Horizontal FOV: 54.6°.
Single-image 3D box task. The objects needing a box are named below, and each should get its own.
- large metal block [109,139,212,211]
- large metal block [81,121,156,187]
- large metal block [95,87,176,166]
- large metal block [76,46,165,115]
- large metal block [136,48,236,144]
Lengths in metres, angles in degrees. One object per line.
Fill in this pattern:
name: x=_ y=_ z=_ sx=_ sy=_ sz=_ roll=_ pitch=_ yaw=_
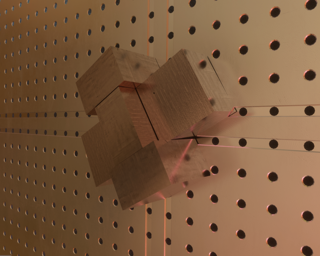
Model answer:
large metal block: x=0.001 y=0.054 z=0.374 sx=0.080 sy=0.081 sz=0.050 roll=-35 pitch=68 yaw=34
large metal block: x=-0.060 y=0.030 z=0.445 sx=0.080 sy=0.050 sz=0.080 roll=-33 pitch=69 yaw=35
large metal block: x=-0.025 y=-0.002 z=0.395 sx=0.050 sy=0.081 sz=0.080 roll=-35 pitch=68 yaw=34
large metal block: x=-0.051 y=-0.058 z=0.416 sx=0.080 sy=0.081 sz=0.050 roll=-35 pitch=68 yaw=35
large metal block: x=0.029 y=-0.034 z=0.369 sx=0.080 sy=0.050 sz=0.080 roll=-35 pitch=70 yaw=34
